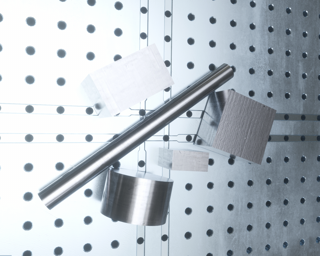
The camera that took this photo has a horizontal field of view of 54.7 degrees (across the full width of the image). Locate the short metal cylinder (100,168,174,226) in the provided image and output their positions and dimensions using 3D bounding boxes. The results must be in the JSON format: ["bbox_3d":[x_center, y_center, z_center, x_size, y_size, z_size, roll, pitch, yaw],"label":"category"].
[{"bbox_3d":[-0.028,0.081,0.373,0.081,0.080,0.050,12,86,-20],"label":"short metal cylinder"}]

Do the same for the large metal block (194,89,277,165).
[{"bbox_3d":[0.106,0.000,0.437,0.080,0.050,0.080,21,83,-19],"label":"large metal block"}]

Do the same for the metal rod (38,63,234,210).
[{"bbox_3d":[-0.019,0.002,0.406,0.301,0.025,0.025,-36,102,-17],"label":"metal rod"}]

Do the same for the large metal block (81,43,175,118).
[{"bbox_3d":[-0.042,-0.053,0.369,0.080,0.080,0.050,-30,100,-18],"label":"large metal block"}]

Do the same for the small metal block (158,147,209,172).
[{"bbox_3d":[0.030,0.041,0.412,0.050,0.050,0.025,5,88,-20],"label":"small metal block"}]
